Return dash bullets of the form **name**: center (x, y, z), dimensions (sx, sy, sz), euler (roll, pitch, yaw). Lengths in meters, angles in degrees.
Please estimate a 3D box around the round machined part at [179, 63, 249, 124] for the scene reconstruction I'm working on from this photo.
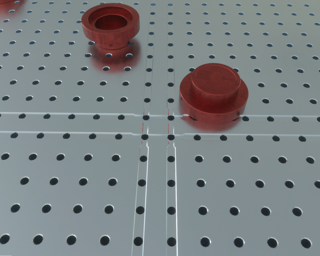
- **round machined part**: center (0.078, -0.056, 0.444), dimensions (0.099, 0.042, 0.098), euler (0, 50, 0)

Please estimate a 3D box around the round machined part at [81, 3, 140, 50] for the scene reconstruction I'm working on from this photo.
- **round machined part**: center (-0.084, -0.175, 0.543), dimensions (0.099, 0.042, 0.098), euler (0, 50, 0)

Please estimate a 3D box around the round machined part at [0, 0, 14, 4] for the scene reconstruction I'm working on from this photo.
- **round machined part**: center (-0.342, -0.304, 0.651), dimensions (0.099, 0.042, 0.098), euler (0, 50, 0)
